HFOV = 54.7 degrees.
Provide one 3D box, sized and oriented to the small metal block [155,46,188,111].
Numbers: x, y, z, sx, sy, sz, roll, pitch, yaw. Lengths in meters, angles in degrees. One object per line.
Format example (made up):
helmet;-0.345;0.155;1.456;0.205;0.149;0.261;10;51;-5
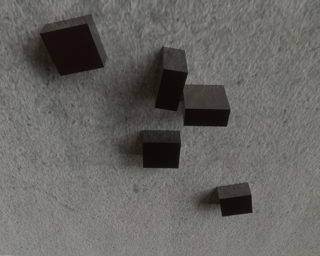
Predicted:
small metal block;0.011;-0.055;0.344;0.025;0.050;0.050;8;130;-7

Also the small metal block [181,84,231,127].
small metal block;0.053;-0.028;0.368;0.050;0.050;0.025;1;130;-2

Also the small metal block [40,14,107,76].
small metal block;-0.090;-0.088;0.331;0.050;0.025;0.050;-10;130;7

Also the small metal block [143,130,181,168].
small metal block;0.002;0.030;0.433;0.050;0.025;0.050;1;130;-2

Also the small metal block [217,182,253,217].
small metal block;0.123;0.118;0.510;0.050;0.025;0.050;-10;130;8
